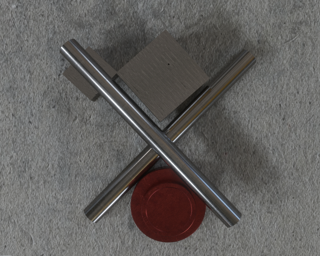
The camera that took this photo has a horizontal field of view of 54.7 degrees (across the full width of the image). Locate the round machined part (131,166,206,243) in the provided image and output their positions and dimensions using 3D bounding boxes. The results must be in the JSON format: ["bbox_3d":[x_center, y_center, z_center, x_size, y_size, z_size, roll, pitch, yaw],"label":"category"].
[{"bbox_3d":[0.011,0.101,0.402,0.099,0.042,0.097,0,90,-1],"label":"round machined part"}]

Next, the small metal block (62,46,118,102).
[{"bbox_3d":[-0.090,-0.071,0.411,0.050,0.025,0.050,43,90,-1],"label":"small metal block"}]

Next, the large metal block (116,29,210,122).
[{"bbox_3d":[0.004,-0.064,0.400,0.080,0.050,0.080,-42,91,0],"label":"large metal block"}]

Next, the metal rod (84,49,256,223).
[{"bbox_3d":[0.014,0.010,0.413,0.025,0.025,0.300,45,89,-1],"label":"metal rod"}]

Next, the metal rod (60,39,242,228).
[{"bbox_3d":[-0.011,0.007,0.385,0.025,0.025,0.300,-44,91,0],"label":"metal rod"}]
